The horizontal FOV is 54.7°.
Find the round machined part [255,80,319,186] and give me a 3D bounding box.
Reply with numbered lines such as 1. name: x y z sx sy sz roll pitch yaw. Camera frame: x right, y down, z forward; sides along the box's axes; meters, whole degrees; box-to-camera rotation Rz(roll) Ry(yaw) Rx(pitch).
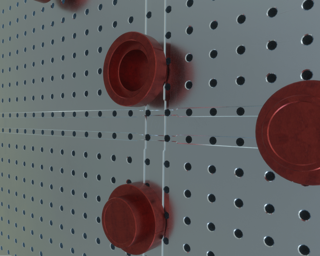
1. round machined part: 0.135 0.005 0.286 0.098 0.042 0.097 0 90 39

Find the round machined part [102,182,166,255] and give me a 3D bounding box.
1. round machined part: -0.043 0.128 0.432 0.098 0.042 0.097 0 90 39

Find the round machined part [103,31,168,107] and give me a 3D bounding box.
1. round machined part: -0.029 -0.077 0.420 0.098 0.042 0.097 0 90 39

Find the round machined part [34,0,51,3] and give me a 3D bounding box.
1. round machined part: -0.203 -0.277 0.562 0.098 0.042 0.097 0 90 39
